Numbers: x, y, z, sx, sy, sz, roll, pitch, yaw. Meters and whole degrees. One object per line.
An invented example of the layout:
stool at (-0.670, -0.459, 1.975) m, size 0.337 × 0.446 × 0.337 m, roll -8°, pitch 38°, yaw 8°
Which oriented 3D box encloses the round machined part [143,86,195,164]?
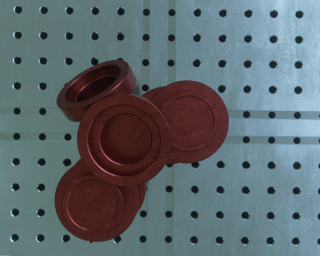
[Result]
round machined part at (0.010, -0.003, 0.384) m, size 0.099 × 0.042 × 0.097 m, roll 0°, pitch 90°, yaw 0°

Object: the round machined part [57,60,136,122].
round machined part at (-0.074, -0.040, 0.385) m, size 0.098 × 0.098 × 0.042 m, roll -27°, pitch 125°, yaw 0°

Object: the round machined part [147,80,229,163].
round machined part at (0.032, -0.007, 0.362) m, size 0.099 × 0.042 × 0.097 m, roll 0°, pitch 89°, yaw 0°

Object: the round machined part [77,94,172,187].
round machined part at (-0.036, 0.011, 0.341) m, size 0.098 × 0.042 × 0.097 m, roll 0°, pitch 98°, yaw 3°

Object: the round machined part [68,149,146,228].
round machined part at (-0.067, 0.075, 0.384) m, size 0.099 × 0.042 × 0.097 m, roll 0°, pitch 90°, yaw 0°

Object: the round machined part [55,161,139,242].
round machined part at (-0.074, 0.085, 0.362) m, size 0.099 × 0.042 × 0.097 m, roll 0°, pitch 90°, yaw 0°
